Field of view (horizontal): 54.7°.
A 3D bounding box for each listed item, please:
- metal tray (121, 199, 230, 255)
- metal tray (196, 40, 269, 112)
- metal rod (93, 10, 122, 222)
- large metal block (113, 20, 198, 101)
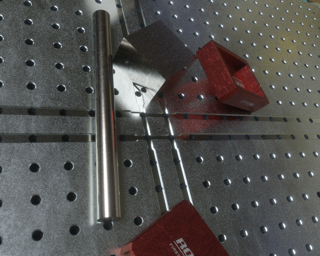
[{"bbox_3d":[0.032,0.155,0.328,0.091,0.030,0.130,-29,78,-38],"label":"metal tray"},{"bbox_3d":[0.116,-0.076,0.482,0.131,0.030,0.090,7,56,-52],"label":"metal tray"},{"bbox_3d":[-0.070,-0.036,0.391,0.025,0.025,0.299,7,59,-25],"label":"metal rod"},{"bbox_3d":[-0.007,-0.099,0.449,0.080,0.050,0.080,46,51,4],"label":"large metal block"}]
